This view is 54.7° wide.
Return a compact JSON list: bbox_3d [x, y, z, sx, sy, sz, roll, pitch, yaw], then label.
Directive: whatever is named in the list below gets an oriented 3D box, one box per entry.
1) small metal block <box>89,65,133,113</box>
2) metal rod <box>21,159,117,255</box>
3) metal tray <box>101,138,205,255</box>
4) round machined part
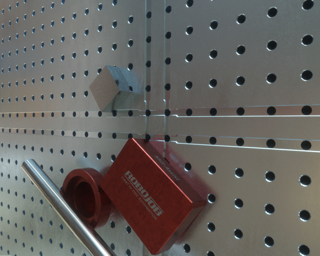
[{"bbox_3d":[-0.076,-0.059,0.469,0.050,0.025,0.050,-43,64,31],"label":"small metal block"},{"bbox_3d":[-0.126,0.135,0.456,0.300,0.025,0.025,35,111,34],"label":"metal rod"},{"bbox_3d":[-0.015,0.086,0.410,0.130,0.030,0.090,44,110,30],"label":"metal tray"},{"bbox_3d":[-0.108,0.111,0.485,0.098,0.042,0.097,0,90,39],"label":"round machined part"}]
